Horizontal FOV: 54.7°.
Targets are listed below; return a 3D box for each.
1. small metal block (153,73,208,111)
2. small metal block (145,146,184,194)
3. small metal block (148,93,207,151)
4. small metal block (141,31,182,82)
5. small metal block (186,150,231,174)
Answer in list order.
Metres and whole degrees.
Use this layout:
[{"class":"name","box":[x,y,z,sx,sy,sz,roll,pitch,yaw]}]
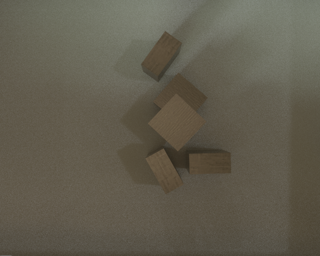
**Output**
[{"class":"small metal block","box":[0.026,-0.037,0.411,0.050,0.025,0.050,41,90,0]},{"class":"small metal block","box":[0.006,0.052,0.399,0.025,0.050,0.050,-29,90,0]},{"class":"small metal block","box":[0.021,-0.007,0.387,0.050,0.025,0.050,43,95,-1]},{"class":"small metal block","box":[0.002,-0.090,0.399,0.025,0.050,0.050,36,90,0]},{"class":"small metal block","box":[0.061,0.043,0.399,0.050,0.050,0.025,-2,90,0]}]
